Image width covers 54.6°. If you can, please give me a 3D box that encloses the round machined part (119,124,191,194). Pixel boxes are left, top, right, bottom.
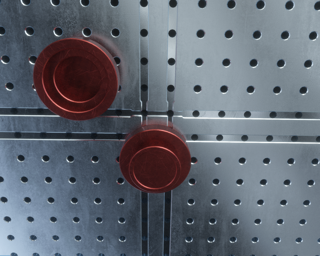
[{"bbox_3d":[-0.006,0.048,0.422,0.099,0.042,0.097,0,110,0],"label":"round machined part"}]

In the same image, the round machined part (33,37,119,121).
[{"bbox_3d":[-0.099,-0.061,0.381,0.099,0.042,0.097,0,110,0],"label":"round machined part"}]
